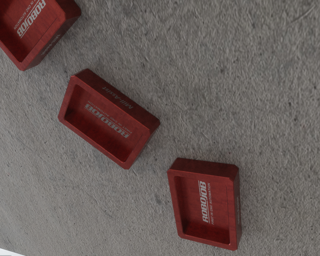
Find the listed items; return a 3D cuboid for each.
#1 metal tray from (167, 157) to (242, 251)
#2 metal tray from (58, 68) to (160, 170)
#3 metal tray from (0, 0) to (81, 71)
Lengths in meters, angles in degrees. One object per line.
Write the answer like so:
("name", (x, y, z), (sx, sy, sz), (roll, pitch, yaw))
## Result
("metal tray", (0.065, 0.107, 0.435), (0.090, 0.030, 0.129), (5, 121, 26))
("metal tray", (-0.075, -0.011, 0.436), (0.130, 0.030, 0.089), (36, 129, 4))
("metal tray", (-0.173, -0.145, 0.404), (0.130, 0.030, 0.090), (-30, 102, 38))
